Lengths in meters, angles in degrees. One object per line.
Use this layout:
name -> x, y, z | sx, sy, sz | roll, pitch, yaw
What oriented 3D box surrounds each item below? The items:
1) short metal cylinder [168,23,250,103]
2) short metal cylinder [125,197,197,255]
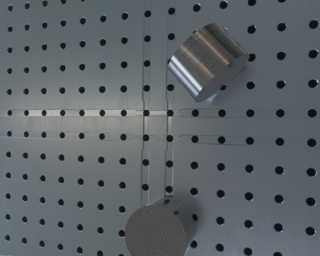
short metal cylinder -> 0.057, -0.075, 0.363 | 0.080, 0.080, 0.050 | -42, 77, 15
short metal cylinder -> 0.002, 0.133, 0.398 | 0.080, 0.050, 0.079 | 0, 90, 20
